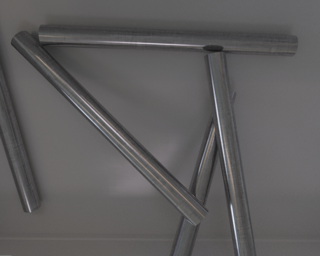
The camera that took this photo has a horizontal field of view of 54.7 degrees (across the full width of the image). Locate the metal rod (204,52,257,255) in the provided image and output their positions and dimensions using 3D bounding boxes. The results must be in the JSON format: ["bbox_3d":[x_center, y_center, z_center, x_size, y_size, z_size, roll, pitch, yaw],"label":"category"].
[{"bbox_3d":[0.087,0.062,0.364,0.025,0.025,0.298,-9,91,3],"label":"metal rod"}]

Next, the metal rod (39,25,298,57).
[{"bbox_3d":[0.011,-0.105,0.372,0.302,0.025,0.025,2,110,-1],"label":"metal rod"}]

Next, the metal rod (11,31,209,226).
[{"bbox_3d":[-0.061,-0.002,0.361,0.300,0.025,0.025,44,105,4],"label":"metal rod"}]

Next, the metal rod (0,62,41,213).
[{"bbox_3d":[-0.203,-0.023,0.400,0.025,0.025,0.298,-6,110,2],"label":"metal rod"}]

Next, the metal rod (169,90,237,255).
[{"bbox_3d":[0.042,0.095,0.378,0.025,0.025,0.299,18,83,-7],"label":"metal rod"}]
